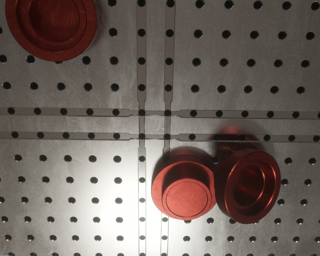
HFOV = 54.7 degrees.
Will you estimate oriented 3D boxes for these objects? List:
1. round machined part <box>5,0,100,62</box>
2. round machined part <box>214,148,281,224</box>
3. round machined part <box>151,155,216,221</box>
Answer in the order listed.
[{"bbox_3d":[-0.118,-0.128,0.355,0.099,0.042,0.097,0,110,-1],"label":"round machined part"},{"bbox_3d":[0.113,0.075,0.419,0.099,0.042,0.097,-5,100,-28],"label":"round machined part"},{"bbox_3d":[0.036,0.091,0.438,0.099,0.042,0.097,0,110,-1],"label":"round machined part"}]
